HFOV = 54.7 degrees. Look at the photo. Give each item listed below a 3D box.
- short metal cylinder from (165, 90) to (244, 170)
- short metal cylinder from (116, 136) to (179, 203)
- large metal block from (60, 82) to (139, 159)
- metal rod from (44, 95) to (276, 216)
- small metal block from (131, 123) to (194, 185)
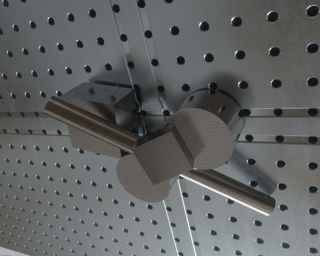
[{"bbox_3d":[0.052,0.002,0.364,0.080,0.050,0.079,13,124,21],"label":"short metal cylinder"},{"bbox_3d":[-0.013,0.056,0.432,0.080,0.050,0.079,13,124,21],"label":"short metal cylinder"},{"bbox_3d":[-0.079,-0.012,0.422,0.080,0.050,0.079,10,123,22],"label":"large metal block"},{"bbox_3d":[0.005,0.037,0.381,0.301,0.025,0.025,25,129,-6],"label":"metal rod"},{"bbox_3d":[0.004,0.030,0.349,0.050,0.025,0.050,-25,105,18],"label":"small metal block"}]
